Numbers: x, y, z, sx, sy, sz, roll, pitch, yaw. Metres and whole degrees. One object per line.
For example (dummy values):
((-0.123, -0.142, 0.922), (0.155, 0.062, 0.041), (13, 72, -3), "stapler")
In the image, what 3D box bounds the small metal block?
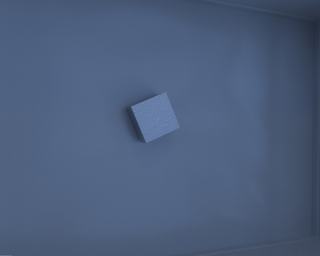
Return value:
((-0.009, -0.014, 0.404), (0.050, 0.025, 0.050), (-25, 99, -19), "small metal block")
